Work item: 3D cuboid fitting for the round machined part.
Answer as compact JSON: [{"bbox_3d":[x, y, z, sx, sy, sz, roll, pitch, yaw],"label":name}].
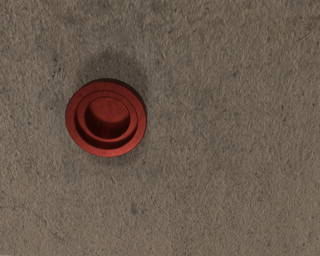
[{"bbox_3d":[-0.065,-0.016,0.394,0.099,0.042,0.097,0,110,-1],"label":"round machined part"}]
